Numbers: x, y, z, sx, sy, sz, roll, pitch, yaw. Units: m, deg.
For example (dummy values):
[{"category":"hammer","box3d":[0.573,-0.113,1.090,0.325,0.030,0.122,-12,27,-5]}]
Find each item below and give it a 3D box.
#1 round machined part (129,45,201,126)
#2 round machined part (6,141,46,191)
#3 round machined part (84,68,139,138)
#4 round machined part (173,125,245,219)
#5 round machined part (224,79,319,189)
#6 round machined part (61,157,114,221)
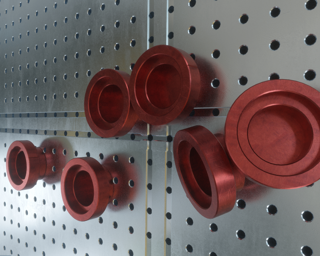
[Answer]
[{"category":"round machined part","box3d":[0.010,-0.052,0.391,0.098,0.042,0.097,0,90,40]},{"category":"round machined part","box3d":[-0.264,0.073,0.619,0.098,0.042,0.097,0,90,40]},{"category":"round machined part","box3d":[-0.064,-0.035,0.452,0.098,0.042,0.097,0,90,40]},{"category":"round machined part","box3d":[0.054,0.044,0.335,0.098,0.042,0.098,164,90,-72]},{"category":"round machined part","box3d":[0.110,0.008,0.289,0.098,0.042,0.098,-2,78,8]},{"category":"round machined part","box3d":[-0.112,0.094,0.492,0.098,0.042,0.097,0,90,40]}]
